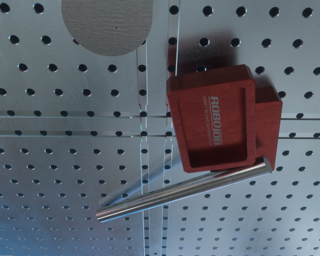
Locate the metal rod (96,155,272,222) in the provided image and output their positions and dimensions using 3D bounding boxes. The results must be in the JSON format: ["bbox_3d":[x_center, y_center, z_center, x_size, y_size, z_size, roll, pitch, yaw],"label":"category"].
[{"bbox_3d":[0.018,0.099,0.469,0.300,0.025,0.025,-24,127,29],"label":"metal rod"}]

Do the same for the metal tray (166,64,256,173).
[{"bbox_3d":[0.063,-0.005,0.364,0.090,0.030,0.129,-9,130,7],"label":"metal tray"}]

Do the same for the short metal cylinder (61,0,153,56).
[{"bbox_3d":[-0.047,-0.116,0.296,0.081,0.050,0.079,0,130,0],"label":"short metal cylinder"}]

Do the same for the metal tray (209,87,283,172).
[{"bbox_3d":[0.110,0.011,0.419,0.090,0.030,0.129,-7,130,5],"label":"metal tray"}]
